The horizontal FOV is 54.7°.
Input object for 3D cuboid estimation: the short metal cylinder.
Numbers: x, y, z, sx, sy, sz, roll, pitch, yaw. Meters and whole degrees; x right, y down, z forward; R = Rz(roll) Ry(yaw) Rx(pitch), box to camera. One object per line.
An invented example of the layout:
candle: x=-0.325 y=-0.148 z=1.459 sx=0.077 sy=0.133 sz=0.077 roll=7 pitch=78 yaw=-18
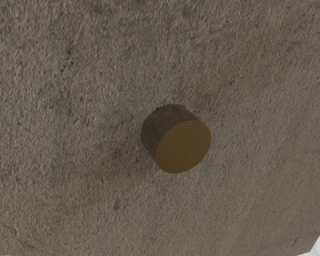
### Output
short metal cylinder: x=0.021 y=0.014 z=0.414 sx=0.081 sy=0.050 sz=0.079 roll=-14 pitch=125 yaw=-21
